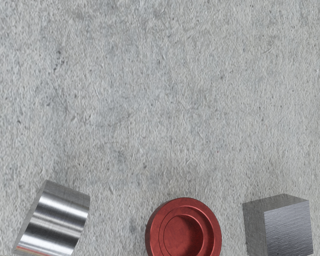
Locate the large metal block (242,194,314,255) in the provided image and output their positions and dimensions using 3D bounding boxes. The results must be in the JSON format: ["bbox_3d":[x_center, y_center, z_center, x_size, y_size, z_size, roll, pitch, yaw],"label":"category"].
[{"bbox_3d":[0.176,0.150,0.463,0.081,0.050,0.079,-7,93,-20],"label":"large metal block"}]

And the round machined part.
[{"bbox_3d":[0.027,0.142,0.401,0.099,0.042,0.098,7,69,-20],"label":"round machined part"}]

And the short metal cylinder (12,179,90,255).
[{"bbox_3d":[-0.117,0.103,0.337,0.050,0.080,0.080,27,81,-19],"label":"short metal cylinder"}]
